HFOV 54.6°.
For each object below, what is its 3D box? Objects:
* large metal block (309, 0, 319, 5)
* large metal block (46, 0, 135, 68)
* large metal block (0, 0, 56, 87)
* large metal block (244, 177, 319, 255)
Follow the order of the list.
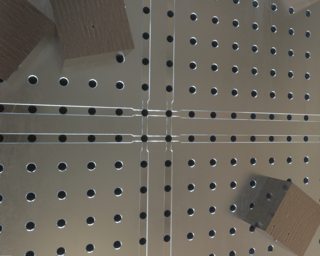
[{"bbox_3d":[0.269,-0.261,0.497,0.080,0.050,0.080,-38,102,-16],"label":"large metal block"},{"bbox_3d":[-0.084,-0.122,0.368,0.081,0.050,0.080,-15,95,-20],"label":"large metal block"},{"bbox_3d":[-0.173,-0.104,0.335,0.080,0.050,0.080,38,78,-16],"label":"large metal block"},{"bbox_3d":[0.189,0.133,0.469,0.080,0.050,0.080,38,78,-16],"label":"large metal block"}]
